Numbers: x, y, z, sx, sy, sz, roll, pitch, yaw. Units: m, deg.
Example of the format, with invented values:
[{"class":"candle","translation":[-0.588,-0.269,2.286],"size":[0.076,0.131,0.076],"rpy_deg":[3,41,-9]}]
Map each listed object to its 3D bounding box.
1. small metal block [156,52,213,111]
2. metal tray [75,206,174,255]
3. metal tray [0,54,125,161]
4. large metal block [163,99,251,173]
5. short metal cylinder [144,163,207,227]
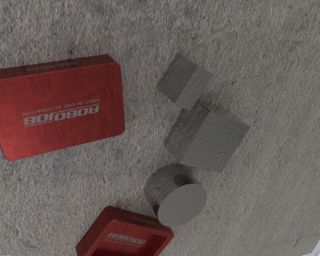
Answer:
[{"class":"small metal block","translation":[0.028,-0.056,0.371],"size":[0.025,0.050,0.050],"rpy_deg":[22,107,-36]},{"class":"metal tray","translation":[-0.052,0.178,0.485],"size":[0.131,0.030,0.090],"rpy_deg":[28,103,-38]},{"class":"metal tray","translation":[-0.106,-0.023,0.331],"size":[0.131,0.030,0.089],"rpy_deg":[-14,124,-21]},{"class":"large metal block","translation":[0.064,0.010,0.432],"size":[0.081,0.050,0.080],"rpy_deg":[17,109,-35]},{"class":"short metal cylinder","translation":[0.023,0.101,0.466],"size":[0.081,0.050,0.079],"rpy_deg":[-14,124,-21]}]
